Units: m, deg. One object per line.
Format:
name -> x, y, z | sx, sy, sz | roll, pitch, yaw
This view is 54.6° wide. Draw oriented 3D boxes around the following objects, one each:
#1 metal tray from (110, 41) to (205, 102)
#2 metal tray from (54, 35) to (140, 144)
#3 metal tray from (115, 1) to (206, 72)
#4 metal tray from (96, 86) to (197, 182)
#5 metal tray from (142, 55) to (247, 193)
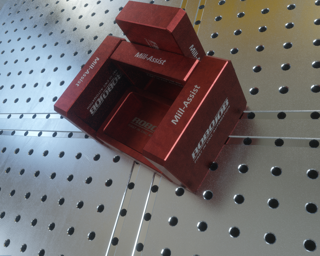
metal tray -> 0.007, -0.062, 0.401 | 0.130, 0.090, 0.030 | 24, 76, 36
metal tray -> -0.076, -0.053, 0.439 | 0.030, 0.090, 0.130 | 24, 75, 36
metal tray -> 0.012, -0.097, 0.394 | 0.090, 0.130, 0.030 | 25, 76, 36
metal tray -> -0.013, 0.002, 0.411 | 0.130, 0.030, 0.090 | 24, 75, 36
metal tray -> 0.045, -0.003, 0.344 | 0.030, 0.090, 0.130 | 24, 75, 36
